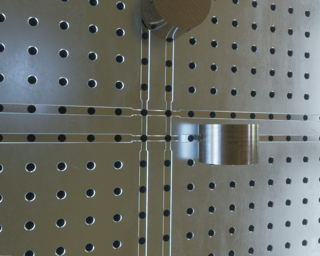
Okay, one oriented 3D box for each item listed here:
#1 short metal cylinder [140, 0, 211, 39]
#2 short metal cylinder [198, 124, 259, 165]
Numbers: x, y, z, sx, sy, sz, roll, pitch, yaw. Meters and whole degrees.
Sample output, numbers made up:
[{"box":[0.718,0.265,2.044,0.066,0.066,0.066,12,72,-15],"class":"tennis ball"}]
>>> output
[{"box":[0.019,-0.163,0.406,0.081,0.050,0.079,0,90,-20],"class":"short metal cylinder"},{"box":[0.092,0.020,0.417,0.081,0.080,0.050,0,90,-20],"class":"short metal cylinder"}]
